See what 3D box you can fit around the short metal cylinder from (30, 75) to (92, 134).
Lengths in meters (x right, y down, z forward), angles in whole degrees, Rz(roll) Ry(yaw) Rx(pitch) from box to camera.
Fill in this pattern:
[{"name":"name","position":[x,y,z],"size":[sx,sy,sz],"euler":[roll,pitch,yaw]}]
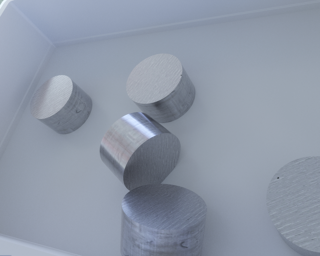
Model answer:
[{"name":"short metal cylinder","position":[-0.156,-0.037,0.492],"size":[0.080,0.050,0.080],"euler":[-13,56,20]}]

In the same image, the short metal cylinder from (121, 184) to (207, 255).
[{"name":"short metal cylinder","position":[0.003,0.096,0.301],"size":[0.080,0.081,0.050],"euler":[16,111,34]}]

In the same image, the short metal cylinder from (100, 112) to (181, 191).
[{"name":"short metal cylinder","position":[-0.023,0.028,0.364],"size":[0.080,0.080,0.050],"euler":[-48,52,-5]}]

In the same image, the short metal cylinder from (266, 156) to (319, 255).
[{"name":"short metal cylinder","position":[0.139,0.071,0.273],"size":[0.080,0.050,0.080],"euler":[-13,56,20]}]

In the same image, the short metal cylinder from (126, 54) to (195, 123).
[{"name":"short metal cylinder","position":[0.002,-0.053,0.420],"size":[0.080,0.050,0.080],"euler":[-13,56,20]}]
